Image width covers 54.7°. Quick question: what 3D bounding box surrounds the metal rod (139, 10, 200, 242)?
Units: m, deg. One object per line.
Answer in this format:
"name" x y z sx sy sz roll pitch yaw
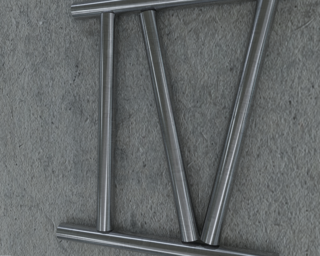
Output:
"metal rod" 0.012 -0.006 0.404 0.025 0.025 0.298 -12 86 19

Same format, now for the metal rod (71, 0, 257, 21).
"metal rod" 0.020 -0.167 0.402 0.301 0.025 0.025 1 91 19

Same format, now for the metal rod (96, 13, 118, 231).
"metal rod" -0.074 -0.008 0.434 0.025 0.025 0.298 1 90 19

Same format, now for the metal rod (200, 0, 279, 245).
"metal rod" 0.095 -0.005 0.376 0.025 0.025 0.298 14 94 19

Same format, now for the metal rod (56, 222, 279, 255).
"metal rod" -0.004 0.155 0.410 0.301 0.025 0.025 1 91 19
